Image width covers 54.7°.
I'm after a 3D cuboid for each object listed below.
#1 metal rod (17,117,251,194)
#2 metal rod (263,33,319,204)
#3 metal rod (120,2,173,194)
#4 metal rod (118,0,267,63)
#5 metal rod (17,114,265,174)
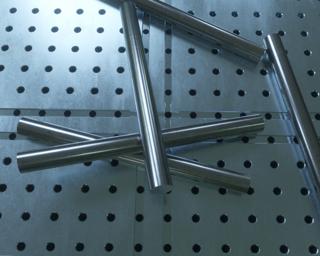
[{"bbox_3d":[-0.036,0.034,0.398,0.302,0.025,0.025,14,71,4],"label":"metal rod"},{"bbox_3d":[0.193,0.005,0.412,0.025,0.025,0.299,-10,70,-4],"label":"metal rod"},{"bbox_3d":[-0.024,-0.060,0.400,0.025,0.025,0.299,-9,58,-4],"label":"metal rod"},{"bbox_3d":[0.017,-0.173,0.475,0.301,0.025,0.025,27,72,9],"label":"metal rod"},{"bbox_3d":[-0.012,0.016,0.382,0.302,0.025,0.025,-9,70,-13],"label":"metal rod"}]
